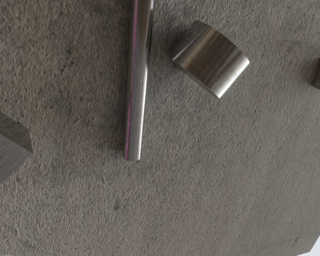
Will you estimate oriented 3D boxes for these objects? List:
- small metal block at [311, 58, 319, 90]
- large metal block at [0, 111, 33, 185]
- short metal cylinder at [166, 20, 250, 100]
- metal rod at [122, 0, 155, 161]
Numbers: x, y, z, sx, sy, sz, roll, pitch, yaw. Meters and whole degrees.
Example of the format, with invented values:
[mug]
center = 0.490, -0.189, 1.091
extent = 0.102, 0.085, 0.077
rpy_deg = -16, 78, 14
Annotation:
[small metal block]
center = 0.284, -0.091, 0.509
extent = 0.050, 0.025, 0.050
rpy_deg = -12, 124, -23
[large metal block]
center = -0.187, 0.019, 0.301
extent = 0.080, 0.050, 0.080
rpy_deg = -44, 130, 2
[short metal cylinder]
center = 0.055, -0.077, 0.355
extent = 0.080, 0.080, 0.050
rpy_deg = 33, 100, -39
[metal rod]
center = -0.022, -0.093, 0.338
extent = 0.025, 0.025, 0.298
rpy_deg = -8, 122, -25
